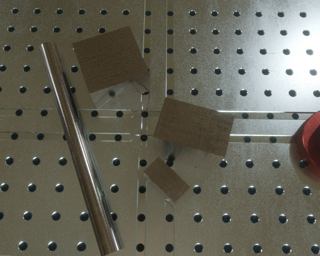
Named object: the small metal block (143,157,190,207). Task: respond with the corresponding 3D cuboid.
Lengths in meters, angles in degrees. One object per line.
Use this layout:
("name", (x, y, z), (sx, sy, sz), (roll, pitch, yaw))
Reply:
("small metal block", (0.007, 0.066, 0.374), (0.050, 0.050, 0.025), (43, 76, 14))

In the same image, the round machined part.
("round machined part", (0.233, 0.018, 0.398), (0.099, 0.042, 0.098), (0, 70, 0))

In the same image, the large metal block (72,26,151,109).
("large metal block", (-0.065, -0.083, 0.428), (0.080, 0.050, 0.080), (-20, 71, -7))

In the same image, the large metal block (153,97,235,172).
("large metal block", (0.038, 0.011, 0.379), (0.080, 0.080, 0.050), (16, 71, 5))

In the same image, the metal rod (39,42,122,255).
("metal rod", (-0.110, 0.013, 0.405), (0.025, 0.025, 0.299), (-20, 71, -7))
